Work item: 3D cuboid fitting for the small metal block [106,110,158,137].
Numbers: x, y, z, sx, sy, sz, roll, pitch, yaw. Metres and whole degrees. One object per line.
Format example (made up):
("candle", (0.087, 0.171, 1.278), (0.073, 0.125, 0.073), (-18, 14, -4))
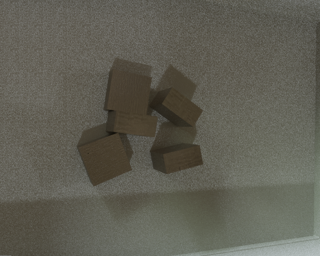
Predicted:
("small metal block", (-0.036, -0.005, 0.384), (0.050, 0.050, 0.025), (8, 87, -20))

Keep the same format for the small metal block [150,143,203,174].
("small metal block", (0.021, 0.039, 0.405), (0.050, 0.050, 0.025), (-12, 95, -20))

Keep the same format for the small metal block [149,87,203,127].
("small metal block", (0.020, -0.026, 0.404), (0.050, 0.050, 0.025), (35, 79, -17))

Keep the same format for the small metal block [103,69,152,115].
("small metal block", (-0.041, -0.044, 0.395), (0.050, 0.025, 0.050), (9, 87, -20))

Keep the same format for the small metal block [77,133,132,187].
("small metal block", (-0.069, 0.038, 0.385), (0.050, 0.025, 0.050), (-22, 98, -19))
